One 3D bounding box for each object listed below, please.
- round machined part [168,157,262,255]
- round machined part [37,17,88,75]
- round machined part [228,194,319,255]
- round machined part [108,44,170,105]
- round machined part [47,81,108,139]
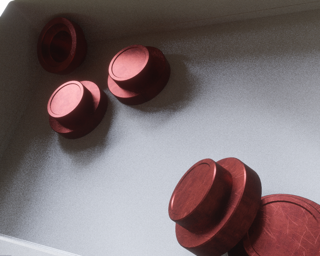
[{"bbox_3d":[0.045,0.068,0.296,0.098,0.042,0.098,-50,14,17],"label":"round machined part"},{"bbox_3d":[-0.169,-0.143,0.552,0.098,0.042,0.097,-1,88,29],"label":"round machined part"},{"bbox_3d":[0.106,0.098,0.264,0.098,0.042,0.098,-13,42,12],"label":"round machined part"},{"bbox_3d":[-0.037,-0.086,0.466,0.098,0.042,0.098,-13,56,20],"label":"round machined part"},{"bbox_3d":[-0.135,-0.035,0.485,0.098,0.042,0.098,-13,56,20],"label":"round machined part"}]
